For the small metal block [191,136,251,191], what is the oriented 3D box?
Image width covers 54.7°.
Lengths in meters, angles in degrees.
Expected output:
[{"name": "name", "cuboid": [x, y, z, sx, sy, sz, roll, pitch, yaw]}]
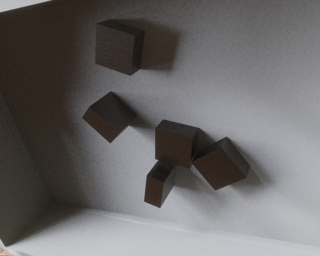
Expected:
[{"name": "small metal block", "cuboid": [0.078, 0.046, 0.396, 0.050, 0.025, 0.050, -34, 100, 38]}]

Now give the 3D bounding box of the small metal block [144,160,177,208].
[{"name": "small metal block", "cuboid": [0.002, 0.075, 0.437, 0.025, 0.050, 0.050, 19, 126, 17]}]

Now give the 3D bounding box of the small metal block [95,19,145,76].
[{"name": "small metal block", "cuboid": [-0.049, -0.097, 0.373, 0.050, 0.025, 0.050, 21, 126, 15]}]

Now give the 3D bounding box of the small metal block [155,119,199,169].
[{"name": "small metal block", "cuboid": [0.022, 0.021, 0.409, 0.050, 0.025, 0.050, 14, 124, 20]}]

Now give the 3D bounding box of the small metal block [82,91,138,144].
[{"name": "small metal block", "cuboid": [-0.066, -0.015, 0.416, 0.050, 0.050, 0.025, 43, 129, -2]}]
